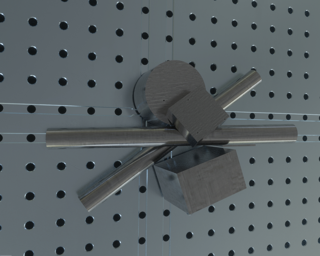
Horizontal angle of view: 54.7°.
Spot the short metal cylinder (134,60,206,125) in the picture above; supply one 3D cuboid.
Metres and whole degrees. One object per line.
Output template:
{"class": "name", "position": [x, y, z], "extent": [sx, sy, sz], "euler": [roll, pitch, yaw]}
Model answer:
{"class": "short metal cylinder", "position": [0.012, -0.043, 0.400], "extent": [0.081, 0.050, 0.079], "euler": [0, 89, -20]}

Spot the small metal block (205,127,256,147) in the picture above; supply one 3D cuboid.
{"class": "small metal block", "position": [0.097, 0.012, 0.432], "extent": [0.050, 0.050, 0.025], "euler": [0, 90, -19]}

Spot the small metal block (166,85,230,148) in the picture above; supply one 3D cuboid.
{"class": "small metal block", "position": [0.043, -0.014, 0.363], "extent": [0.050, 0.025, 0.050], "euler": [-37, 79, -16]}

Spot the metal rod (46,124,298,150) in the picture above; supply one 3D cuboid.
{"class": "metal rod", "position": [0.020, 0.010, 0.379], "extent": [0.302, 0.025, 0.025], "euler": [-1, 91, -7]}

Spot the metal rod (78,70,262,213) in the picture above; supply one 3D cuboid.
{"class": "metal rod", "position": [0.025, 0.009, 0.419], "extent": [0.301, 0.025, 0.025], "euler": [-36, 102, -17]}

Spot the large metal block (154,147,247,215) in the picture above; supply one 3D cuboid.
{"class": "large metal block", "position": [0.048, 0.061, 0.397], "extent": [0.081, 0.080, 0.050], "euler": [-19, 97, -19]}
